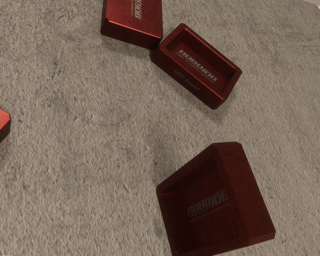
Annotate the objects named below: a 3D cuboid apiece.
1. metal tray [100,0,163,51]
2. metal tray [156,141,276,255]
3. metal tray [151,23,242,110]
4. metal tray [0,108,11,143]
[{"bbox_3d":[-0.043,-0.192,0.496,0.091,0.030,0.130,12,57,-22],"label":"metal tray"},{"bbox_3d":[0.046,0.080,0.313,0.030,0.129,0.090,-2,63,-30],"label":"metal tray"},{"bbox_3d":[0.061,-0.101,0.496,0.130,0.030,0.090,38,51,-3],"label":"metal tray"},{"bbox_3d":[-0.223,-0.007,0.284,0.130,0.030,0.090,32,51,-8],"label":"metal tray"}]
